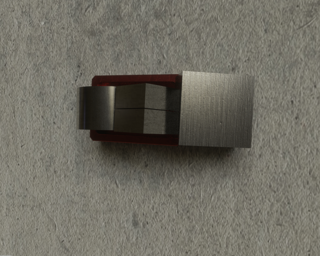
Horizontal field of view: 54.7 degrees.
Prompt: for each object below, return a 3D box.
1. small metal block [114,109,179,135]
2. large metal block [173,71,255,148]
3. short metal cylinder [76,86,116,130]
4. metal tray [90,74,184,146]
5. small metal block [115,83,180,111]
[{"bbox_3d":[-0.015,-0.007,0.346,0.050,0.050,0.025,3,90,46],"label":"small metal block"},{"bbox_3d":[0.060,-0.020,0.360,0.081,0.050,0.079,3,91,-6],"label":"large metal block"},{"bbox_3d":[-0.063,-0.023,0.390,0.080,0.080,0.050,1,91,20],"label":"short metal cylinder"},{"bbox_3d":[-0.029,-0.025,0.417,0.130,0.030,0.089,2,91,19],"label":"metal tray"},{"bbox_3d":[-0.014,-0.033,0.346,0.050,0.050,0.025,3,90,46],"label":"small metal block"}]
